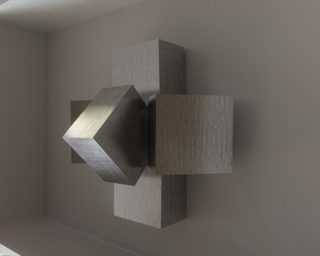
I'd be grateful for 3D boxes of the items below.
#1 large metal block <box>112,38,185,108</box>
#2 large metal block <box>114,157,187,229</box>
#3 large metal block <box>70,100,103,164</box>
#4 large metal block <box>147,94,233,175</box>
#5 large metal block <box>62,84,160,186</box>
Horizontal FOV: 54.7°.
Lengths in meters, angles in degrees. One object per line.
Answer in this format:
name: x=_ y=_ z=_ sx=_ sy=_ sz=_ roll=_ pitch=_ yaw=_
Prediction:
large metal block: x=-0.016 y=-0.062 z=0.398 sx=0.080 sy=0.050 sz=0.080 roll=-2 pitch=89 yaw=40
large metal block: x=-0.013 y=0.075 z=0.400 sx=0.080 sy=0.050 sz=0.080 roll=1 pitch=91 yaw=40
large metal block: x=-0.085 y=0.005 z=0.430 sx=0.050 sy=0.080 sz=0.080 roll=-1 pitch=90 yaw=4
large metal block: x=0.031 y=0.006 z=0.335 sx=0.050 sy=0.081 sz=0.079 roll=-174 pitch=84 yaw=-78
large metal block: x=-0.049 y=0.008 z=0.358 sx=0.050 sy=0.080 sz=0.080 roll=-1 pitch=46 yaw=39
